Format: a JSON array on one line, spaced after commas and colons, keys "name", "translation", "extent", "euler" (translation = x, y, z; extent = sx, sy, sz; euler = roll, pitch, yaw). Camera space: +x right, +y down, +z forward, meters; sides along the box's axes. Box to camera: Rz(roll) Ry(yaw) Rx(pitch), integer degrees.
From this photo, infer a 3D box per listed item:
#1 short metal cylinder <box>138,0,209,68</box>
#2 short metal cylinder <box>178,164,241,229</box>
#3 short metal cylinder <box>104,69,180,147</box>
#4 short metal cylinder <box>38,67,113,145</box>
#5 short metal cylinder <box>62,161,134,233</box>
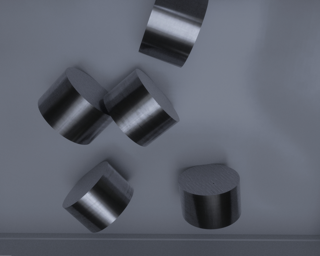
[{"name": "short metal cylinder", "translation": [0.013, -0.113, 0.341], "extent": [0.050, 0.080, 0.079], "euler": [19, 109, -7]}, {"name": "short metal cylinder", "translation": [0.067, 0.089, 0.416], "extent": [0.080, 0.080, 0.050], "euler": [-7, 110, 2]}, {"name": "short metal cylinder", "translation": [-0.021, -0.024, 0.373], "extent": [0.050, 0.080, 0.080], "euler": [-38, 106, 12]}, {"name": "short metal cylinder", "translation": [-0.095, -0.026, 0.371], "extent": [0.080, 0.080, 0.050], "euler": [43, 104, -15]}, {"name": "short metal cylinder", "translation": [-0.082, 0.091, 0.414], "extent": [0.080, 0.080, 0.050], "euler": [-38, 106, 12]}]
